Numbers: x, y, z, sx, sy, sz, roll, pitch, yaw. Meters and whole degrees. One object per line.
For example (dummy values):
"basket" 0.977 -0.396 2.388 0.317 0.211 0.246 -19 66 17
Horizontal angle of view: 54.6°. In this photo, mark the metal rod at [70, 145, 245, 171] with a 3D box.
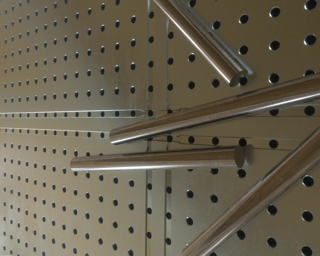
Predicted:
"metal rod" -0.028 0.047 0.433 0.300 0.025 0.025 -8 85 39

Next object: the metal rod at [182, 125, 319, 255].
"metal rod" 0.118 0.053 0.311 0.299 0.025 0.025 -52 60 27

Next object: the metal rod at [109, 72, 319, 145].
"metal rod" 0.047 -0.014 0.371 0.299 0.025 0.025 -14 81 39

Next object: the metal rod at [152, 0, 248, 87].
"metal rod" 0.008 -0.165 0.403 0.025 0.025 0.299 -50 61 28
